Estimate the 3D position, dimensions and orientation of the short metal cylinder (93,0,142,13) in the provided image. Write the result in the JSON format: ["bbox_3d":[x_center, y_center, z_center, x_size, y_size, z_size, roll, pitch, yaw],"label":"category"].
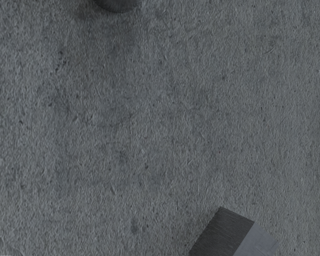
[{"bbox_3d":[-0.049,-0.189,0.377,0.081,0.050,0.080,0,90,-20],"label":"short metal cylinder"}]

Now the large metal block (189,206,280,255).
[{"bbox_3d":[0.097,0.162,0.416,0.050,0.080,0.080,42,77,-15],"label":"large metal block"}]
